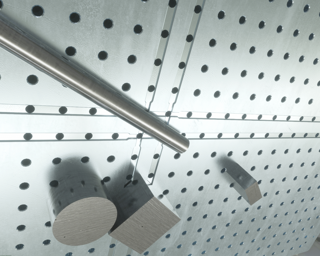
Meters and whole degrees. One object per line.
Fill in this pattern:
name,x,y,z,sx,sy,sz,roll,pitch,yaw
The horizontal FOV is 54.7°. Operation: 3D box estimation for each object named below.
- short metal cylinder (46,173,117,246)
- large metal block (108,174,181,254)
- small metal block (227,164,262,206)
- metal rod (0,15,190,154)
short metal cylinder,-0.103,0.106,0.405,0.081,0.050,0.079,-14,125,-21
large metal block,-0.029,0.129,0.461,0.080,0.050,0.080,-41,130,-1
small metal block,0.147,0.099,0.539,0.025,0.050,0.050,-34,129,-6
metal rod,-0.067,-0.038,0.352,0.301,0.025,0.025,32,100,-39
